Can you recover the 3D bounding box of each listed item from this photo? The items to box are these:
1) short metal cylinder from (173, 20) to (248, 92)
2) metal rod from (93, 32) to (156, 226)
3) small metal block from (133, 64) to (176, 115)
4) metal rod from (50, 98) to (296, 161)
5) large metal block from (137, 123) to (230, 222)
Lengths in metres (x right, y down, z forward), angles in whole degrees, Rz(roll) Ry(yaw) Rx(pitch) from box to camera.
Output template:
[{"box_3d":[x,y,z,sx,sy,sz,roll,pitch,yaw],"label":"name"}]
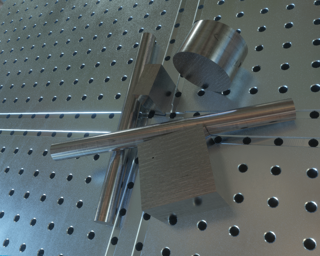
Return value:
[{"box_3d":[0.064,-0.090,0.395,0.080,0.080,0.050,19,72,35],"label":"short metal cylinder"},{"box_3d":[-0.043,-0.017,0.441,0.025,0.025,0.300,-4,60,26],"label":"metal rod"},{"box_3d":[-0.007,-0.053,0.428,0.025,0.050,0.050,8,66,31],"label":"small metal block"},{"box_3d":[0.004,0.006,0.379,0.301,0.025,0.025,-10,57,14],"label":"metal rod"},{"box_3d":[0.024,0.051,0.348,0.080,0.050,0.080,-19,54,17],"label":"large metal block"}]
